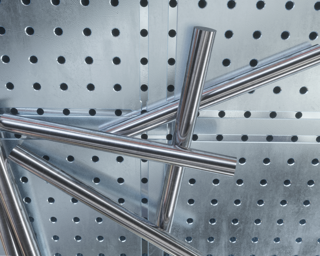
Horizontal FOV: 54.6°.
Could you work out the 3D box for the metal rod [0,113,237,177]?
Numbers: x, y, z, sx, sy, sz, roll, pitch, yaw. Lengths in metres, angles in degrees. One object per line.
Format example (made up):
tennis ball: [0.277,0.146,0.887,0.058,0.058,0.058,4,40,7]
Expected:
metal rod: [-0.058,0.019,0.389,0.301,0.025,0.025,10,110,8]

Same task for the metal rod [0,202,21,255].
metal rod: [-0.238,0.071,0.437,0.025,0.025,0.298,-5,110,2]

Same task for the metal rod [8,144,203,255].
metal rod: [-0.072,0.112,0.436,0.301,0.025,0.025,32,107,-5]

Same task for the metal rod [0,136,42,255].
metal rod: [-0.208,0.116,0.446,0.025,0.025,0.298,-6,113,2]

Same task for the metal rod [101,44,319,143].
metal rod: [0.058,-0.037,0.399,0.301,0.025,0.025,-21,109,7]

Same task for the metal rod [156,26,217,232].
metal rod: [0.026,0.024,0.401,0.025,0.025,0.298,8,118,-3]
